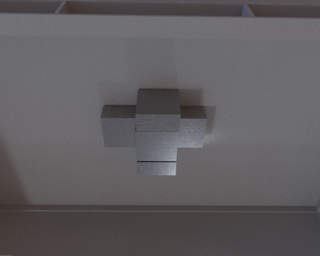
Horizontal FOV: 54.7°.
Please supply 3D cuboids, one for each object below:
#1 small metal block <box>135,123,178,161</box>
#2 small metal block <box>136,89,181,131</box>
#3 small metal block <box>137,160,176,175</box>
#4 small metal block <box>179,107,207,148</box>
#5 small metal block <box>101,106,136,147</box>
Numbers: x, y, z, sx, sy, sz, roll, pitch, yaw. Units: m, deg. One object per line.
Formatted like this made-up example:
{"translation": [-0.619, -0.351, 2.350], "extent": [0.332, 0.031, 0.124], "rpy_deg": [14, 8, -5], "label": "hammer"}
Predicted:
{"translation": [-0.004, 0.015, 0.385], "extent": [0.050, 0.025, 0.050], "rpy_deg": [0, 130, -1], "label": "small metal block"}
{"translation": [-0.002, -0.022, 0.371], "extent": [0.050, 0.050, 0.025], "rpy_deg": [0, 130, -1], "label": "small metal block"}
{"translation": [-0.004, 0.037, 0.420], "extent": [0.050, 0.050, 0.025], "rpy_deg": [0, 130, -1], "label": "small metal block"}
{"translation": [0.032, -0.001, 0.406], "extent": [0.050, 0.025, 0.050], "rpy_deg": [0, 130, -1], "label": "small metal block"}
{"translation": [-0.048, -0.001, 0.405], "extent": [0.050, 0.025, 0.050], "rpy_deg": [0, 130, -1], "label": "small metal block"}
